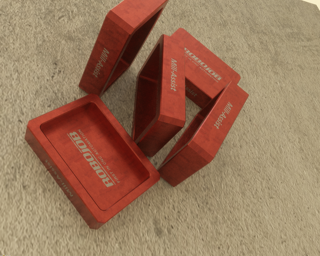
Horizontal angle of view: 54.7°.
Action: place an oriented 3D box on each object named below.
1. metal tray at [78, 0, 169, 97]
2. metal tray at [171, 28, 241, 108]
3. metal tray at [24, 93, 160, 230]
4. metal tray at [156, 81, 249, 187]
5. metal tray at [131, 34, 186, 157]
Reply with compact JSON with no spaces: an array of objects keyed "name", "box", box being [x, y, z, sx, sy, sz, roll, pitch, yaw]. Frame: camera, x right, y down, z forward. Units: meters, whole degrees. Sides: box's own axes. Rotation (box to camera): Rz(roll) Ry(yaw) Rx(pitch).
[{"name":"metal tray","box":[-0.047,-0.101,0.376,0.030,0.129,0.090,38,51,-4]},{"name":"metal tray","box":[0.057,-0.091,0.490,0.130,0.030,0.090,39,51,-2]},{"name":"metal tray","box":[-0.073,0.032,0.344,0.091,0.030,0.130,-33,80,-38]},{"name":"metal tray","box":[0.055,0.006,0.391,0.030,0.090,0.131,40,51,-2]},{"name":"metal tray","box":[-0.003,-0.040,0.387,0.030,0.090,0.130,16,55,-20]}]
